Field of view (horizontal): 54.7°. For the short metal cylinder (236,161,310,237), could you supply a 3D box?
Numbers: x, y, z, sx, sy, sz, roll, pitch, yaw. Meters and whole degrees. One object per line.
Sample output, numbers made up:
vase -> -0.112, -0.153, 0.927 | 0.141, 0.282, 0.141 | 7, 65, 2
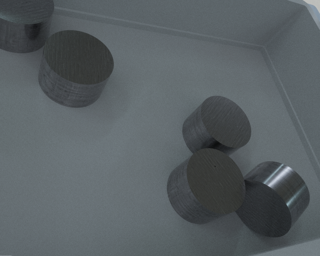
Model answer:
short metal cylinder -> 0.139, 0.089, 0.393 | 0.050, 0.080, 0.080 | -28, 78, -38

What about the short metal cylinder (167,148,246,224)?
short metal cylinder -> 0.056, 0.071, 0.378 | 0.081, 0.050, 0.080 | 14, 56, -21

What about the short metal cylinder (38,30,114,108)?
short metal cylinder -> -0.103, -0.072, 0.379 | 0.081, 0.050, 0.080 | 14, 56, -21

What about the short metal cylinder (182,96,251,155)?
short metal cylinder -> 0.079, 0.002, 0.433 | 0.081, 0.050, 0.080 | 14, 56, -21

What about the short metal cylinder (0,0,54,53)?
short metal cylinder -> -0.176, -0.140, 0.380 | 0.081, 0.050, 0.080 | 14, 56, -21
